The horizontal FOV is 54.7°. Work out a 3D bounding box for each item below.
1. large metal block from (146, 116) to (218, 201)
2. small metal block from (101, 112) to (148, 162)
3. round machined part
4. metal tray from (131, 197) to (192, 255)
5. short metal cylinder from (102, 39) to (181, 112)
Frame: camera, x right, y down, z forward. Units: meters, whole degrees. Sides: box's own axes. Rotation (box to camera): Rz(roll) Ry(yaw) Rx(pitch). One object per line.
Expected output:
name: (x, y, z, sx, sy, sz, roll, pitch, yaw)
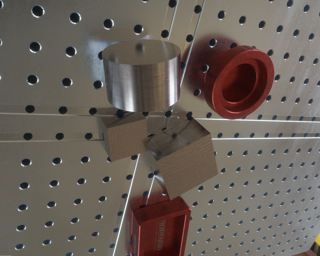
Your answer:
large metal block: (0.030, 0.043, 0.440, 0.080, 0.050, 0.080, -26, 128, -12)
small metal block: (-0.044, 0.010, 0.395, 0.050, 0.025, 0.050, -15, 125, -21)
round machined part: (0.101, -0.064, 0.418, 0.099, 0.042, 0.097, -14, 125, -21)
metal tray: (0.000, 0.184, 0.523, 0.091, 0.030, 0.129, -10, 123, -24)
short metal cylinder: (-0.018, -0.058, 0.331, 0.081, 0.080, 0.050, -15, 125, -21)
